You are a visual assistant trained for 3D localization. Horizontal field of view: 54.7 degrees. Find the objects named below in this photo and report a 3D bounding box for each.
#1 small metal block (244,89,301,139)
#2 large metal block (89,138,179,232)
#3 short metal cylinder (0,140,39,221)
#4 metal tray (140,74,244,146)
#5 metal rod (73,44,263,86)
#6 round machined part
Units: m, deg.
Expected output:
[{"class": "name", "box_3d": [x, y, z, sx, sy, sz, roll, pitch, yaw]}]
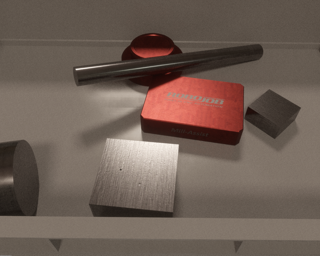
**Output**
[{"class": "small metal block", "box_3d": [0.153, -0.020, 0.424, 0.050, 0.025, 0.050, -36, 59, -27]}, {"class": "large metal block", "box_3d": [-0.024, 0.061, 0.337, 0.080, 0.050, 0.080, 5, 50, 3]}, {"class": "short metal cylinder", "box_3d": [-0.164, 0.055, 0.321, 0.050, 0.080, 0.080, -7, 51, -6]}, {"class": "metal tray", "box_3d": [0.046, -0.028, 0.426, 0.131, 0.030, 0.090, 8, 50, 6]}, {"class": "metal rod", "box_3d": [0.028, -0.096, 0.453, 0.303, 0.025, 0.025, -13, 51, -24]}, {"class": "round machined part", "box_3d": [-0.012, -0.114, 0.489, 0.099, 0.042, 0.098, 0, 50, 0]}]
